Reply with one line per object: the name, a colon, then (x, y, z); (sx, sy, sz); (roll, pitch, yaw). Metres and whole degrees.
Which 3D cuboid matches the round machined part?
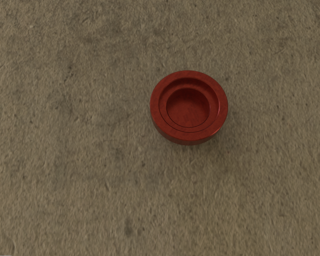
round machined part: (0.037, -0.023, 0.408); (0.099, 0.042, 0.098); (0, 70, -1)
